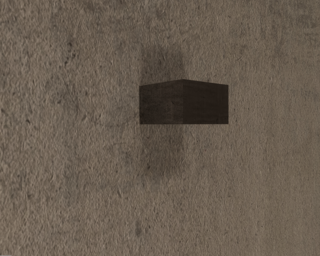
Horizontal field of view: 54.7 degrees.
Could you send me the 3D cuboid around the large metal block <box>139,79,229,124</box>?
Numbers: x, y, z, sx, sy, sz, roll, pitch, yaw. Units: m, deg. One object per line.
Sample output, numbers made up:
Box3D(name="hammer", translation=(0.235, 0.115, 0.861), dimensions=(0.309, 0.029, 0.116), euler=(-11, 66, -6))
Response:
Box3D(name="large metal block", translation=(0.030, -0.030, 0.396), dimensions=(0.081, 0.080, 0.050), euler=(-1, 91, -40))
